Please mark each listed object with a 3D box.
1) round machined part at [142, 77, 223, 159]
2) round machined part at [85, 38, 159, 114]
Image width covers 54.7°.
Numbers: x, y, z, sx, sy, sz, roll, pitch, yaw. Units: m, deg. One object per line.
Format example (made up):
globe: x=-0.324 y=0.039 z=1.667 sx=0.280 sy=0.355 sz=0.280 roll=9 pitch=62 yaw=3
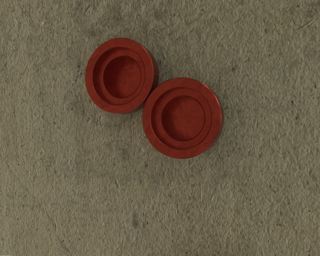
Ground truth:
round machined part: x=0.031 y=-0.012 z=0.389 sx=0.098 sy=0.042 sz=0.097 roll=0 pitch=90 yaw=20
round machined part: x=-0.047 y=-0.067 z=0.417 sx=0.098 sy=0.042 sz=0.097 roll=0 pitch=90 yaw=20
